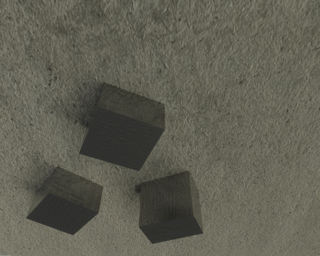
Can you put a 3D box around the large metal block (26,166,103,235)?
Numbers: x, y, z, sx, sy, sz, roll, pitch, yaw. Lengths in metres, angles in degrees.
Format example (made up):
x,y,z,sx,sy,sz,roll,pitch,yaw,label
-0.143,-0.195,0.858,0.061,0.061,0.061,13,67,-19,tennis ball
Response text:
x,y,z,sx,sy,sz,roll,pitch,yaw,label
-0.149,0.117,0.489,0.080,0.050,0.080,31,124,-24,large metal block

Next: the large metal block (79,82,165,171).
x,y,z,sx,sy,sz,roll,pitch,yaw,label
-0.047,0.001,0.391,0.080,0.050,0.079,19,128,-16,large metal block

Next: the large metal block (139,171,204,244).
x,y,z,sx,sy,sz,roll,pitch,yaw,label
0.017,0.121,0.474,0.080,0.080,0.050,-17,128,13,large metal block
